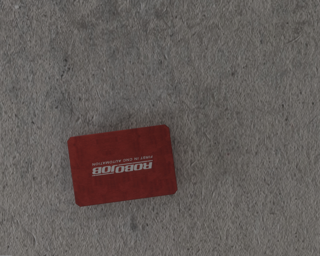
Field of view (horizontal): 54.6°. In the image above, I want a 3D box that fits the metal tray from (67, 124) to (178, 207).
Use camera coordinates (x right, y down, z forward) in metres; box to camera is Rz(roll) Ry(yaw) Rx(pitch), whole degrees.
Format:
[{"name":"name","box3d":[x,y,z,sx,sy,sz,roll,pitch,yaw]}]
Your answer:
[{"name":"metal tray","box3d":[-0.048,0.048,0.407,0.131,0.030,0.090,-8,90,0]}]
